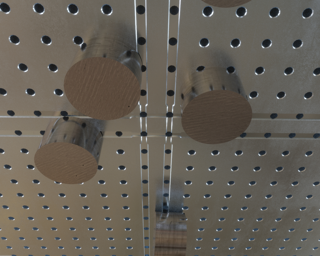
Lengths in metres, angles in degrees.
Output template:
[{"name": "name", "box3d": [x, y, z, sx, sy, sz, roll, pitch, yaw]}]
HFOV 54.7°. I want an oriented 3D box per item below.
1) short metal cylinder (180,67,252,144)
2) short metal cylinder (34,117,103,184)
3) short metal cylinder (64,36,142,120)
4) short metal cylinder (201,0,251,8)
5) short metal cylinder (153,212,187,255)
[{"name": "short metal cylinder", "box3d": [0.065, -0.026, 0.373, 0.081, 0.050, 0.079, 0, 130, 0]}, {"name": "short metal cylinder", "box3d": [-0.122, 0.031, 0.421, 0.081, 0.050, 0.079, 0, 130, 0]}, {"name": "short metal cylinder", "box3d": [-0.061, -0.055, 0.347, 0.081, 0.050, 0.079, 0, 130, 0]}, {"name": "short metal cylinder", "box3d": [0.057, -0.152, 0.266, 0.081, 0.050, 0.079, 0, 130, 0]}, {"name": "short metal cylinder", "box3d": [0.015, 0.186, 0.534, 0.050, 0.080, 0.079, 4, 130, -3]}]
